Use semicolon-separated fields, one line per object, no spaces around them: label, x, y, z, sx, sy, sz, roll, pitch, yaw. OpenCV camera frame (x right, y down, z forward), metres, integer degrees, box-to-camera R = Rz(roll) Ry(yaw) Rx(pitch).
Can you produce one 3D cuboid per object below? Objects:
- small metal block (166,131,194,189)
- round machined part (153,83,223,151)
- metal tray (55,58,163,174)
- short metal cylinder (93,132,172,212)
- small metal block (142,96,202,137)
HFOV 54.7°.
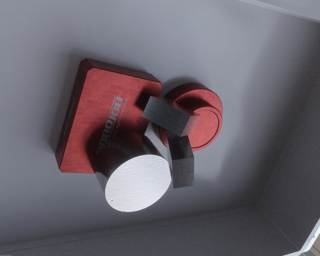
small metal block;0.024;0.037;0.378;0.025;0.050;0.050;-7;130;-3
round machined part;0.044;-0.008;0.416;0.099;0.042;0.097;-14;125;-21
metal tray;-0.061;-0.007;0.364;0.091;0.030;0.129;8;114;-32
short metal cylinder;-0.033;0.051;0.367;0.081;0.050;0.079;-14;125;-21
small metal block;0.015;-0.014;0.358;0.025;0.050;0.050;-65;163;12
